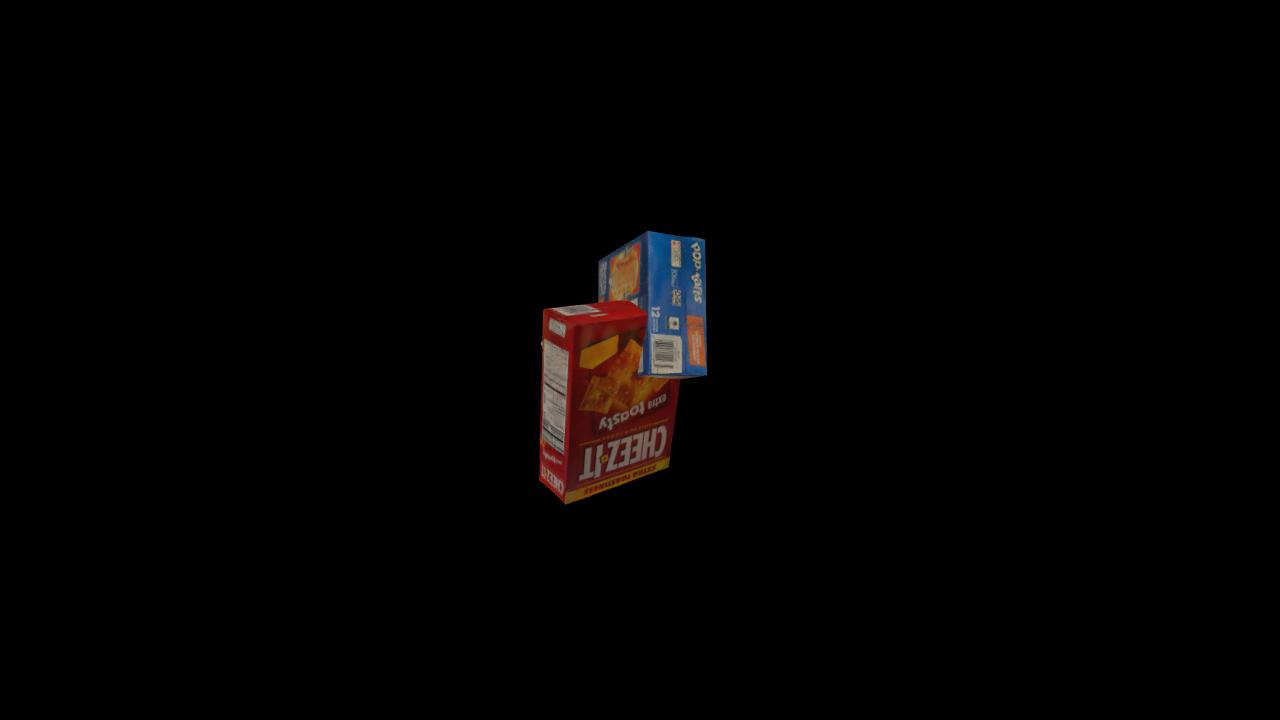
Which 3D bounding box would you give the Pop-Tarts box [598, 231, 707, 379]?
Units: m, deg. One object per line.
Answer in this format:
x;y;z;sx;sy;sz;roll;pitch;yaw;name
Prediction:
0.012;-0.057;0.765;0.083;0.167;0.141;4;-9;-28;Pop-Tarts box

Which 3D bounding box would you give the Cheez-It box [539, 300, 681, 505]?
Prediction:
-0.033;0.043;0.735;0.166;0.223;0.071;-11;26;-37;Cheez-It box
